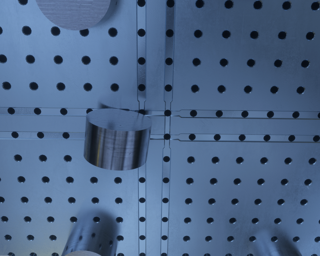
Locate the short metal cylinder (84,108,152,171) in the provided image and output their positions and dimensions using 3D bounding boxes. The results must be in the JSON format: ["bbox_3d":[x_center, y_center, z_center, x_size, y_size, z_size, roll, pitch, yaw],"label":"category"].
[{"bbox_3d":[-0.053,0.012,0.388,0.081,0.080,0.050,8,110,-3],"label":"short metal cylinder"}]

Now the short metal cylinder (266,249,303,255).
[{"bbox_3d":[0.204,0.243,0.493,0.081,0.050,0.079,0,110,-1],"label":"short metal cylinder"}]

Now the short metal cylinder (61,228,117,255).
[{"bbox_3d":[-0.110,0.201,0.473,0.081,0.050,0.079,0,110,-1],"label":"short metal cylinder"}]

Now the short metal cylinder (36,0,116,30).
[{"bbox_3d":[-0.091,-0.151,0.343,0.081,0.050,0.079,0,110,-1],"label":"short metal cylinder"}]
